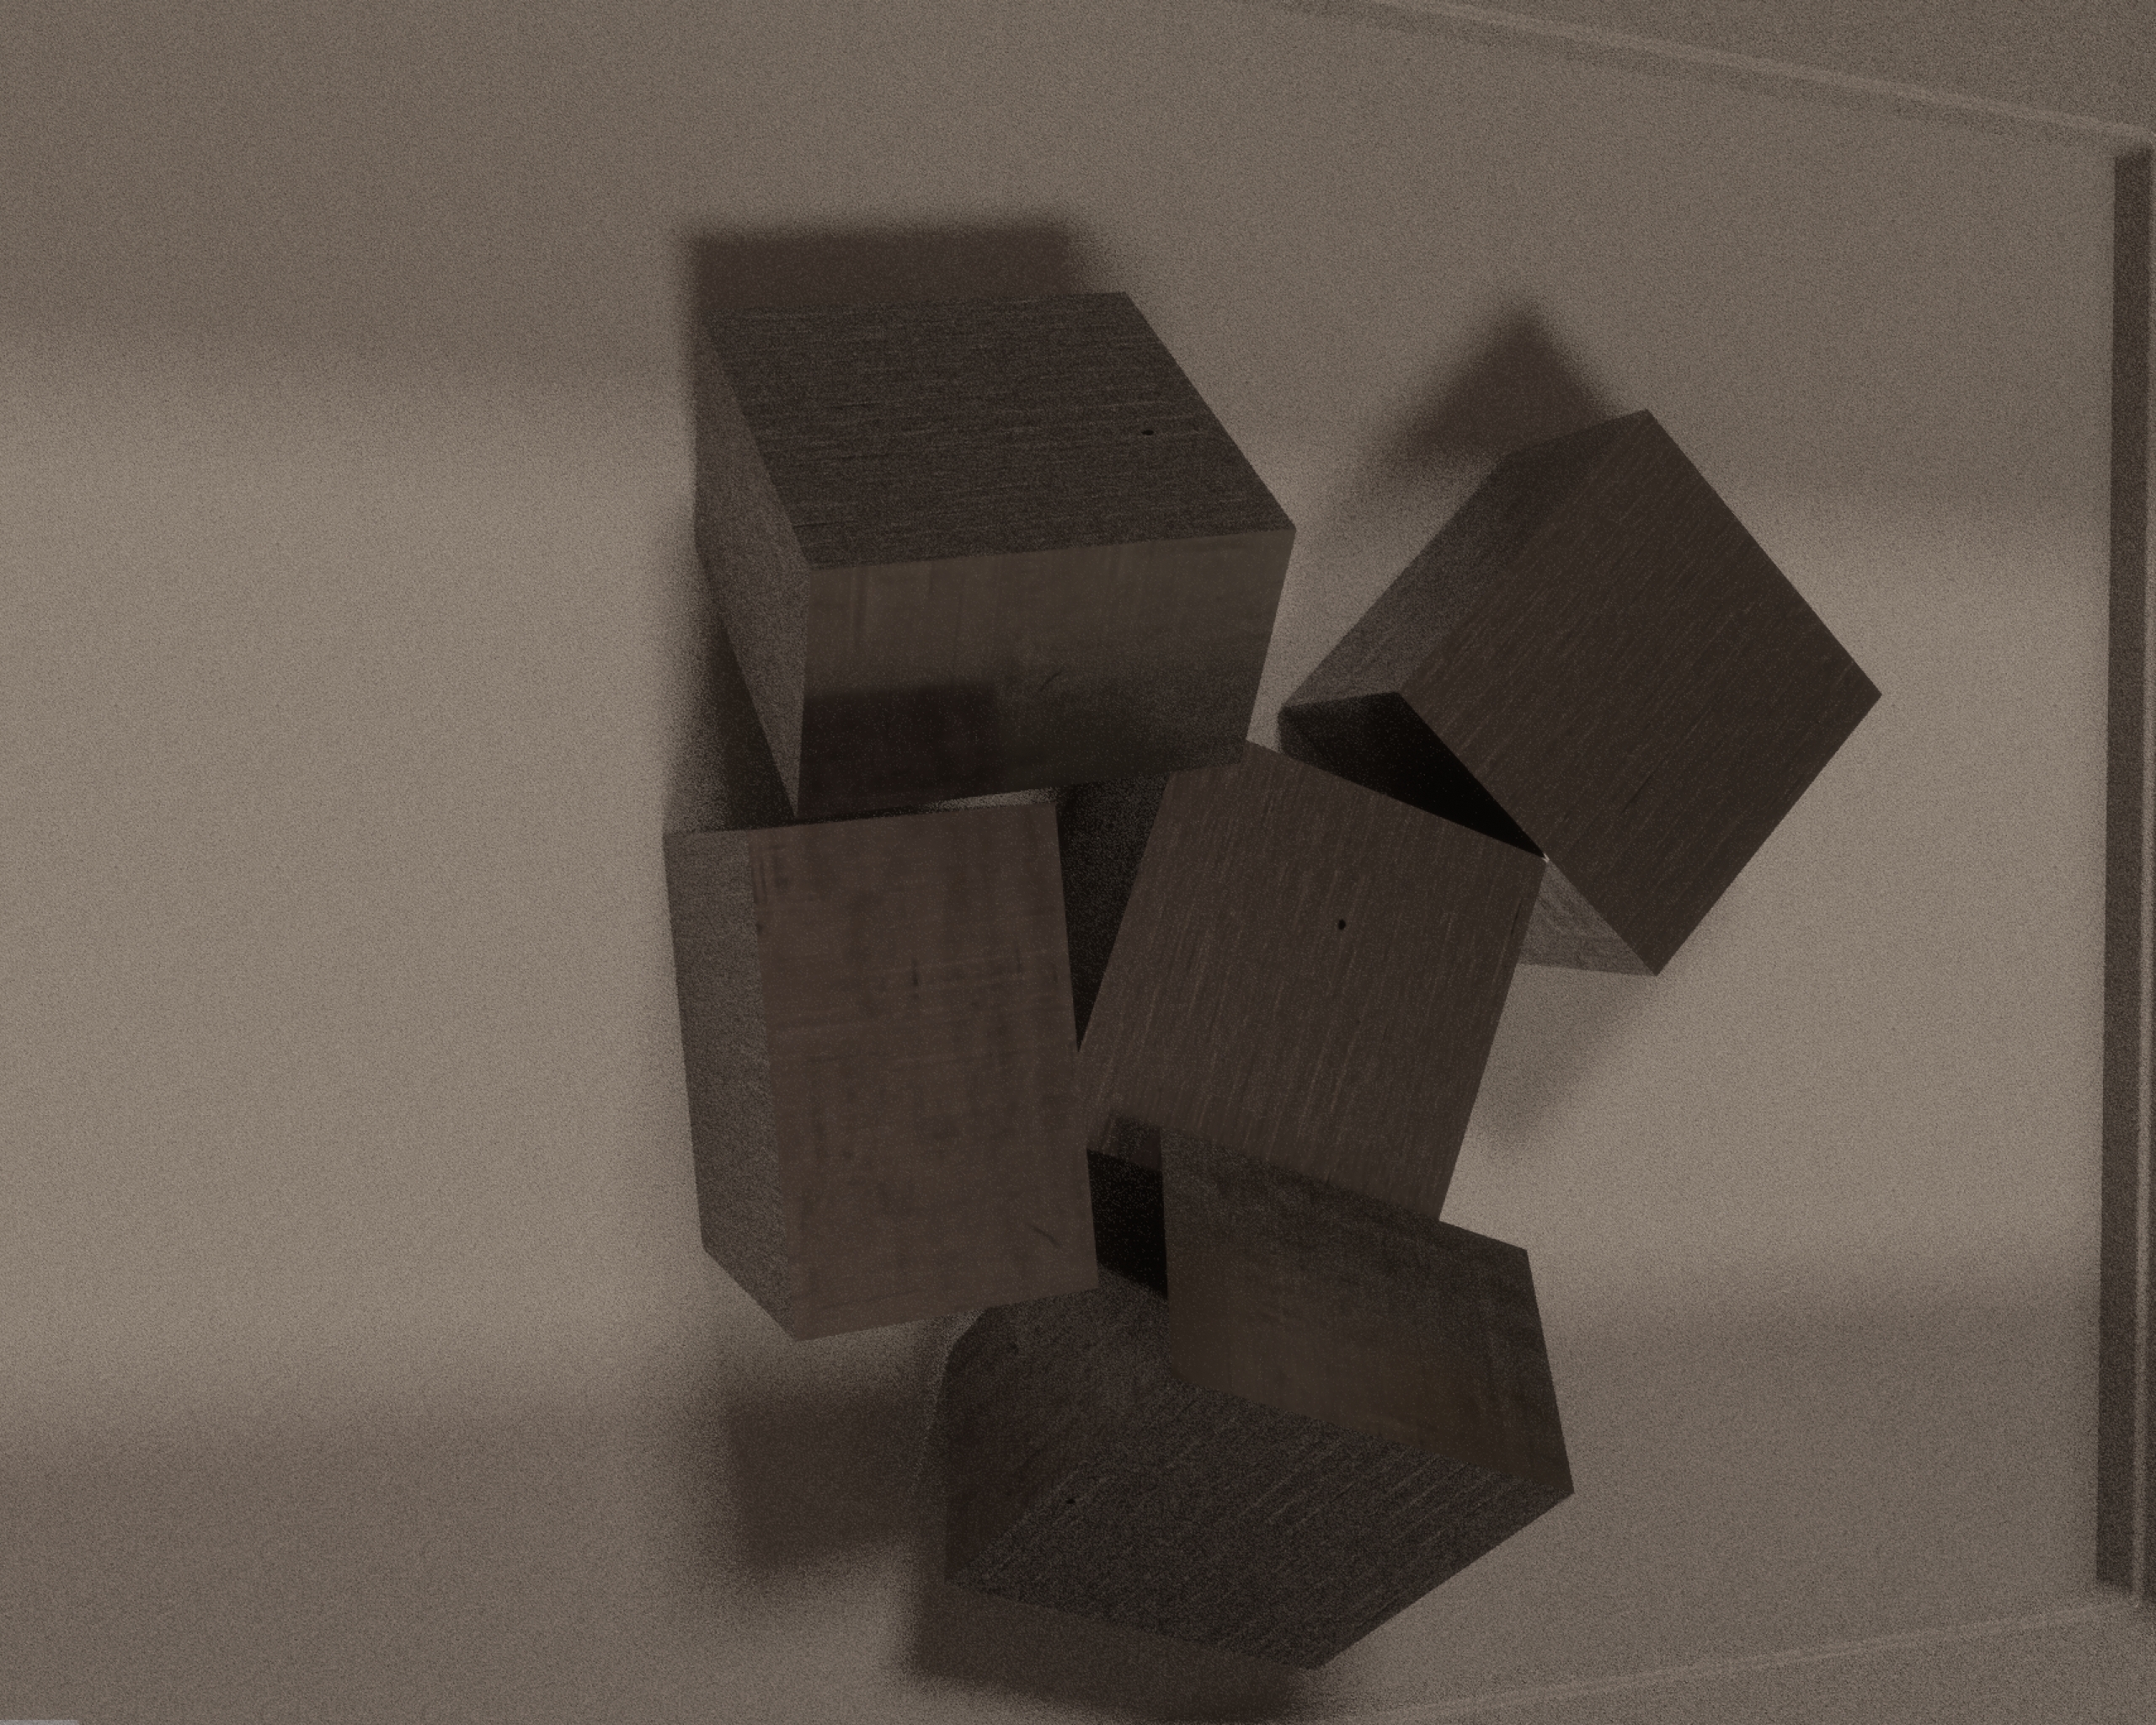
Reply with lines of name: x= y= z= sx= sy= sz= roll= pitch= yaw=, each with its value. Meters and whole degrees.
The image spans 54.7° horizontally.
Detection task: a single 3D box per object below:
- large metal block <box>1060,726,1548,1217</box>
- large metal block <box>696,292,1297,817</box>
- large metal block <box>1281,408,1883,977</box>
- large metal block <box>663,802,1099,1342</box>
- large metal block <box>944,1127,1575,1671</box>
large metal block: x=0.035 y=0.024 z=0.411 sx=0.080 sy=0.050 sz=0.080 roll=20 pitch=83 yaw=-19
large metal block: x=-0.019 y=-0.057 z=0.367 sx=0.081 sy=0.080 sz=0.050 roll=-8 pitch=135 yaw=-19
large metal block: x=0.105 y=-0.034 z=0.436 sx=0.080 sy=0.050 sz=0.080 roll=46 pitch=76 yaw=-15
large metal block: x=-0.038 y=0.032 z=0.367 sx=0.050 sy=0.080 sz=0.079 roll=-6 pitch=92 yaw=-20
large metal block: x=0.030 y=0.102 z=0.386 sx=0.080 sy=0.080 sz=0.050 roll=21 pitch=41 yaw=-21
